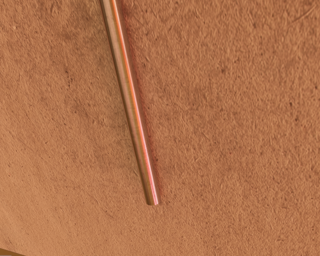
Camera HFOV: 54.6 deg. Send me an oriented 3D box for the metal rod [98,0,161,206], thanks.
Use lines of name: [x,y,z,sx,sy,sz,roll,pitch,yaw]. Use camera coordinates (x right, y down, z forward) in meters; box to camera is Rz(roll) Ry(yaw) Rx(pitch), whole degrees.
metal rod: [-0.034,-0.019,0.413,0.025,0.025,0.298,4,121,26]
